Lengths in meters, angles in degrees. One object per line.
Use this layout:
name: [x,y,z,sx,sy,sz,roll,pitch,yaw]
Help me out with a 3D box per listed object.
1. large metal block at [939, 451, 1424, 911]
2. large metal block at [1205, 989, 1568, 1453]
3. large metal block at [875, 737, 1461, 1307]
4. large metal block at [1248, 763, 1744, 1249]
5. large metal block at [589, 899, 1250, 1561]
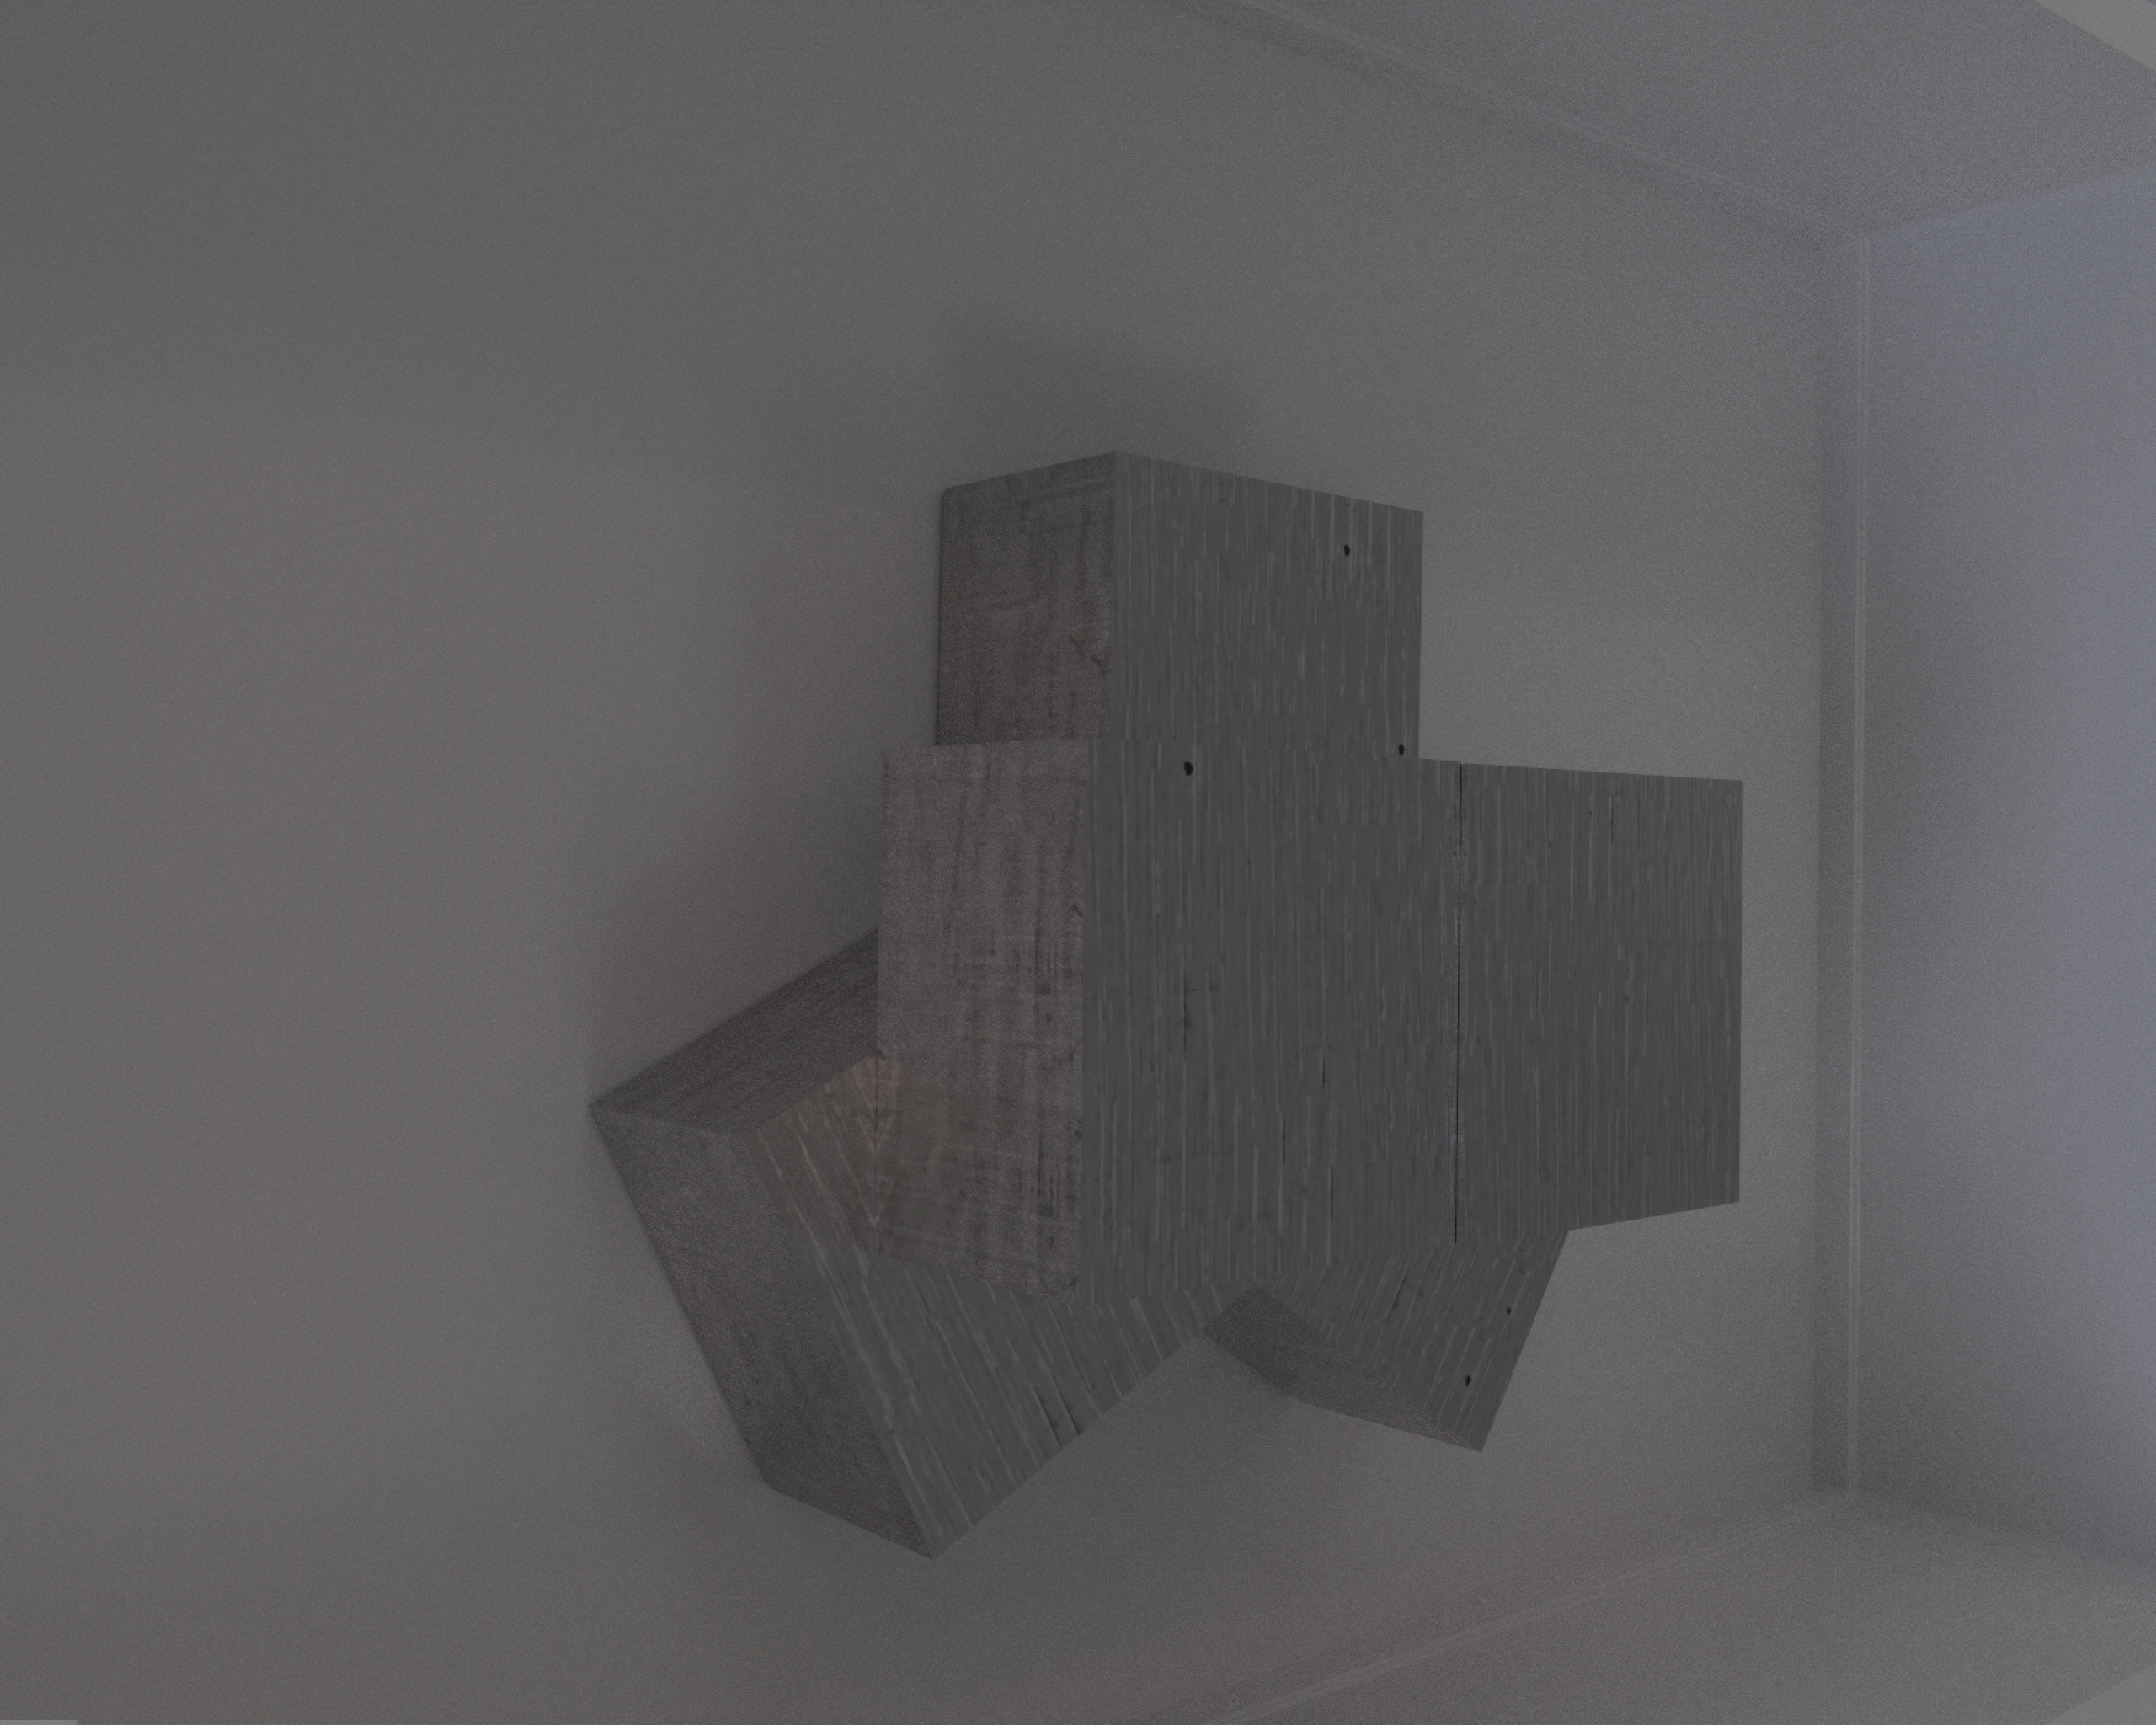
large metal block: [0.021,-0.031,0.405,0.081,0.050,0.080,2,89,-40]
large metal block: [0.058,0.064,0.435,0.080,0.050,0.080,41,65,-32]
large metal block: [0.015,0.022,0.336,0.081,0.050,0.080,1,90,-40]
large metal block: [0.078,0.024,0.387,0.081,0.050,0.080,1,90,-40]
large metal block: [-0.025,0.059,0.367,0.081,0.050,0.080,-33,111,-35]
